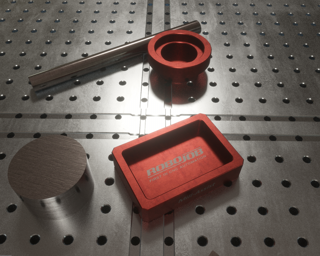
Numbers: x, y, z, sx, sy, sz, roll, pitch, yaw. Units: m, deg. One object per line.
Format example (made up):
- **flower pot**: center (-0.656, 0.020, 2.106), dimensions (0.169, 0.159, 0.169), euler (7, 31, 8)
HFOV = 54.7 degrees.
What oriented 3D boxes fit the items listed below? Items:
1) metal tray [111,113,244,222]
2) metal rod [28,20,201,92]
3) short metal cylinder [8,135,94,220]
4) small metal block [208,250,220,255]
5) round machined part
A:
- **metal tray**: center (0.020, 0.041, 0.369), dimensions (0.131, 0.030, 0.090), euler (-22, 54, -18)
- **metal rod**: center (-0.062, -0.124, 0.510), dimensions (0.302, 0.025, 0.025), euler (-25, 55, -20)
- **short metal cylinder**: center (-0.118, 0.054, 0.344), dimensions (0.081, 0.050, 0.080), euler (0, 50, 0)
- **small metal block**: center (0.039, 0.143, 0.272), dimensions (0.025, 0.050, 0.050), euler (34, 58, 25)
- **round machined part**: center (0.030, -0.110, 0.489), dimensions (0.099, 0.042, 0.098), euler (1, 50, 0)
